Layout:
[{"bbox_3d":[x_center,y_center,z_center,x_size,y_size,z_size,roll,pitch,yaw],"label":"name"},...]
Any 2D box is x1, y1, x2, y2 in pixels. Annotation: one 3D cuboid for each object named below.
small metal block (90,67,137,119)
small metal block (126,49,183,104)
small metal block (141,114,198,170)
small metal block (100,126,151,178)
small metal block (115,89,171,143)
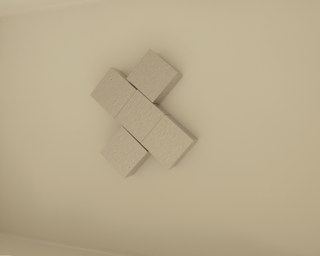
[{"bbox_3d":[-0.060,-0.048,0.429,0.050,0.025,0.050,43,103,15],"label":"small metal block"},{"bbox_3d":[-0.007,-0.067,0.410,0.050,0.025,0.050,43,102,14],"label":"small metal block"},{"bbox_3d":[0.012,0.018,0.404,0.050,0.025,0.050,43,103,15],"label":"small metal block"},{"bbox_3d":[-0.045,0.032,0.425,0.050,0.025,0.050,45,104,14],"label":"small metal block"},{"bbox_3d":[-0.023,-0.015,0.416,0.050,0.025,0.050,43,103,15],"label":"small metal block"}]
